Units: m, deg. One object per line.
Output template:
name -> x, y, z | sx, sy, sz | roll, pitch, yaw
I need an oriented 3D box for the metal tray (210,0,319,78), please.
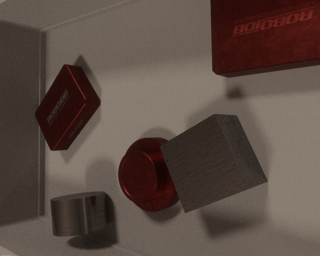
metal tray -> 0.115, -0.104, 0.308 | 0.130, 0.030, 0.089 | -2, 89, 39

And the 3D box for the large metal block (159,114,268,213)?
large metal block -> 0.057, 0.039, 0.342 | 0.080, 0.050, 0.080 | -33, 70, 35

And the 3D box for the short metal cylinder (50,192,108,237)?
short metal cylinder -> -0.121, 0.128, 0.468 | 0.080, 0.081, 0.050 | -10, 84, 39

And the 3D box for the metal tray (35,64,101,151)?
metal tray -> -0.163, -0.033, 0.535 | 0.129, 0.030, 0.090 | -47, 62, 29

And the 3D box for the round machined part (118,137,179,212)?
round machined part -> -0.017, 0.062, 0.408 | 0.098, 0.042, 0.097 | 0, 90, 39
